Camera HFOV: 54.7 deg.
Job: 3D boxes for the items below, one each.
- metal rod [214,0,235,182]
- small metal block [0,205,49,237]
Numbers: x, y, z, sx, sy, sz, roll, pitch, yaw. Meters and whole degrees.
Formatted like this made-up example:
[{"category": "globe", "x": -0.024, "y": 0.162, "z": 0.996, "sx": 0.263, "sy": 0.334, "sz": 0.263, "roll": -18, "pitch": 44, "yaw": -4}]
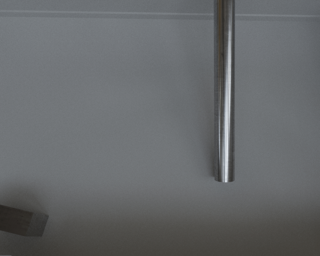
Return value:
[{"category": "metal rod", "x": 0.078, "y": -0.083, "z": 0.375, "sx": 0.025, "sy": 0.025, "sz": 0.298, "roll": -1, "pitch": 95, "yaw": -1}, {"category": "small metal block", "x": -0.164, "y": 0.106, "z": 0.356, "sx": 0.050, "sy": 0.050, "sz": 0.025, "roll": 12, "pitch": 71, "yaw": 4}]
